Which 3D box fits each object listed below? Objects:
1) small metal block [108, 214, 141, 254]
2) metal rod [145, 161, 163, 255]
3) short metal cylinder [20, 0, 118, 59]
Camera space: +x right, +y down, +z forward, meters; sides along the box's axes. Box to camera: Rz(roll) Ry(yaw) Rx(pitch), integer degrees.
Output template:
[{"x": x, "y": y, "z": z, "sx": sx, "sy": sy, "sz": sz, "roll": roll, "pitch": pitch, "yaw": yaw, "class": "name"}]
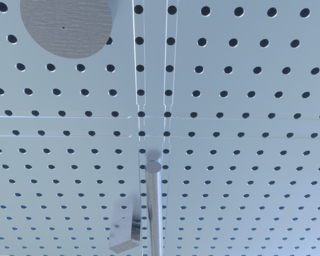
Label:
[{"x": -0.063, "y": 0.191, "z": 0.557, "sx": 0.050, "sy": 0.050, "sz": 0.025, "roll": -28, "pitch": 125, "yaw": 21, "class": "small metal block"}, {"x": -0.007, "y": 0.172, "z": 0.557, "sx": 0.025, "sy": 0.025, "sz": 0.298, "roll": -1, "pitch": 130, "yaw": 0, "class": "metal rod"}, {"x": -0.084, "y": -0.114, "z": 0.297, "sx": 0.081, "sy": 0.050, "sz": 0.079, "roll": -1, "pitch": 130, "yaw": 0, "class": "short metal cylinder"}]
